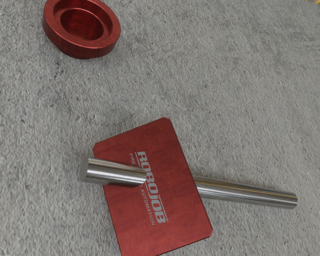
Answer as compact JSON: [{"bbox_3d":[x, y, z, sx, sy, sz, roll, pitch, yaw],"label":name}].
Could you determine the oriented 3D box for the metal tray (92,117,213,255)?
[{"bbox_3d":[-0.009,0.063,0.326,0.090,0.030,0.130,-21,69,3],"label":"metal tray"}]

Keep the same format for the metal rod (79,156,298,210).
[{"bbox_3d":[0.056,0.071,0.368,0.302,0.025,0.025,14,56,-29],"label":"metal rod"}]

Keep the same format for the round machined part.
[{"bbox_3d":[-0.106,-0.131,0.416,0.099,0.042,0.098,14,56,-21],"label":"round machined part"}]
